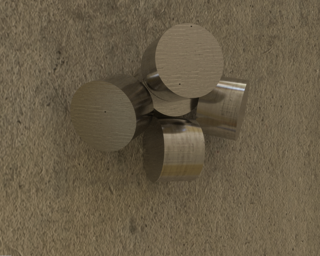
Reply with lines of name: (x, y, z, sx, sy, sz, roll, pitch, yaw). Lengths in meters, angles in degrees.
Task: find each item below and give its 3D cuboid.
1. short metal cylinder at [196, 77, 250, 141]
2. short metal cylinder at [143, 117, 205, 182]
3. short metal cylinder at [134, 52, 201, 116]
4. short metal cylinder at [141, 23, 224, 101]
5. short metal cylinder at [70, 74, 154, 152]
short metal cylinder: (0.083, -0.027, 0.407, 0.050, 0.080, 0.080, 13, 85, 19)
short metal cylinder: (0.015, 0.027, 0.386, 0.050, 0.080, 0.079, 2, 90, -20)
short metal cylinder: (0.009, -0.054, 0.401, 0.081, 0.050, 0.079, 0, 90, -21)
short metal cylinder: (0.024, -0.072, 0.353, 0.081, 0.050, 0.079, 0, 90, -21)
short metal cylinder: (-0.054, -0.019, 0.356, 0.080, 0.050, 0.079, 6, 110, 19)
